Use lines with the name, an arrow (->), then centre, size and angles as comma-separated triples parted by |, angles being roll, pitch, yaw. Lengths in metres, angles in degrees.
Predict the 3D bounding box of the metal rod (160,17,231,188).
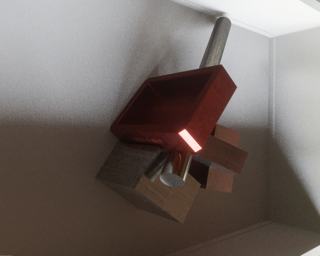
metal rod -> 0.056, -0.057, 0.395 | 0.025, 0.025, 0.300 | 49, 44, -29

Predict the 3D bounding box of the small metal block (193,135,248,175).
small metal block -> 0.062, 0.029, 0.346 | 0.050, 0.050, 0.025 | 26, 80, -5

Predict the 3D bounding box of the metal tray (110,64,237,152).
metal tray -> 0.010, -0.021, 0.346 | 0.030, 0.130, 0.090 | 48, 63, -29

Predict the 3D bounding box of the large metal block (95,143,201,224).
large metal block -> -0.014, 0.062, 0.361 | 0.080, 0.080, 0.050 | 44, 63, -32

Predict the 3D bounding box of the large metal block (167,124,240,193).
large metal block -> 0.054, 0.039, 0.418 | 0.050, 0.080, 0.080 | 18, 79, -39
